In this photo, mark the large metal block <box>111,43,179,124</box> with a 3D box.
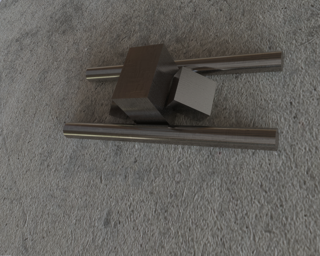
[{"bbox_3d":[-0.010,-0.051,0.408,0.050,0.080,0.080,1,62,28],"label":"large metal block"}]

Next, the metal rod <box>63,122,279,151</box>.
[{"bbox_3d":[-0.007,0.008,0.403,0.300,0.025,0.025,2,63,28],"label":"metal rod"}]

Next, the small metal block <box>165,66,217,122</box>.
[{"bbox_3d":[0.040,-0.042,0.391,0.025,0.050,0.050,-39,32,60],"label":"small metal block"}]

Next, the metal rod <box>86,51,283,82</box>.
[{"bbox_3d":[0.017,-0.085,0.447,0.300,0.025,0.025,2,63,28],"label":"metal rod"}]

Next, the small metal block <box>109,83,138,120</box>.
[{"bbox_3d":[-0.051,-0.046,0.441,0.025,0.050,0.050,18,66,-7],"label":"small metal block"}]
